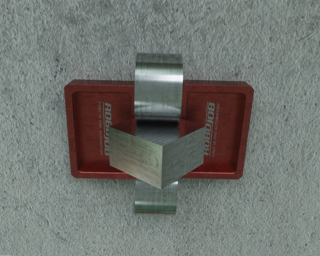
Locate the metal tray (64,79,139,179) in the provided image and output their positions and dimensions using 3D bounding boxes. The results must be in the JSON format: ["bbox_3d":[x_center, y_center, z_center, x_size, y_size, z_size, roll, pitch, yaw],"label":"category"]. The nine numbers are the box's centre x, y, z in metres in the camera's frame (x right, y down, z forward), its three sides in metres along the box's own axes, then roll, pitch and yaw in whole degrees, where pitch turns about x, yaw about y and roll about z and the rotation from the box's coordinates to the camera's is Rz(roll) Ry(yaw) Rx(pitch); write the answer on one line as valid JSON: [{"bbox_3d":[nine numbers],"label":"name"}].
[{"bbox_3d":[-0.073,0.003,0.409,0.091,0.030,0.129,1,110,-1],"label":"metal tray"}]

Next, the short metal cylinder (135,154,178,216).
[{"bbox_3d":[-0.005,0.075,0.409,0.050,0.080,0.079,2,110,-1],"label":"short metal cylinder"}]

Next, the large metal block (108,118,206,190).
[{"bbox_3d":[-0.003,0.021,0.367,0.080,0.081,0.050,18,116,36],"label":"large metal block"}]

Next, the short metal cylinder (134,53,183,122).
[{"bbox_3d":[-0.002,-0.047,0.364,0.050,0.080,0.079,2,110,-1],"label":"short metal cylinder"}]

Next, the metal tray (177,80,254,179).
[{"bbox_3d":[0.068,0.004,0.411,0.091,0.030,0.129,1,110,-1],"label":"metal tray"}]
